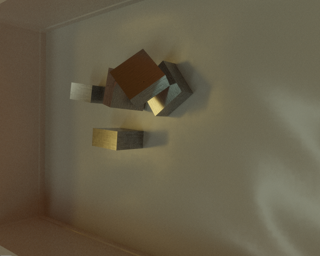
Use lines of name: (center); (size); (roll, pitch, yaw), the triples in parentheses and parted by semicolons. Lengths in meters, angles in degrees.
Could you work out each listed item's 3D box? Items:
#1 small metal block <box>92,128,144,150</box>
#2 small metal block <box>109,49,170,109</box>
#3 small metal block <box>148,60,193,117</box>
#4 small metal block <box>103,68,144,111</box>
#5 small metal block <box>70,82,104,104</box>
small metal block: (-0.059, 0.015, 0.437); (0.050, 0.050, 0.025); (7, 94, 39)
small metal block: (-0.025, -0.060, 0.378); (0.050, 0.025, 0.050); (-36, 64, -2)
small metal block: (0.007, -0.050, 0.399); (0.050, 0.025, 0.050); (-42, 65, 31)
small metal block: (-0.046, -0.052, 0.423); (0.025, 0.050, 0.050); (24, 106, 52)
small metal block: (-0.099, -0.052, 0.470); (0.050, 0.050, 0.025); (13, 98, 39)
